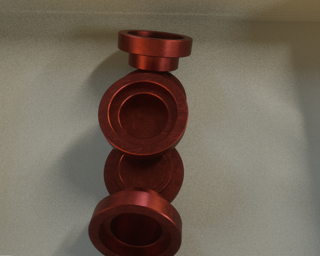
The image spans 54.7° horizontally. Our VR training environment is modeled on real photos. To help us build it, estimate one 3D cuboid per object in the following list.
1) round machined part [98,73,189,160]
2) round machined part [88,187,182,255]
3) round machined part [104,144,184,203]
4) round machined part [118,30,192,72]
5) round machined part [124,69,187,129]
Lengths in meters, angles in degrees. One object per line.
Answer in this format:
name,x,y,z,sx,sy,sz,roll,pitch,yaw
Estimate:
round machined part,-0.018,-0.011,0.357,0.099,0.042,0.098,0,70,-1
round machined part,-0.025,0.104,0.341,0.099,0.097,0.042,6,33,2
round machined part,-0.020,0.053,0.379,0.099,0.042,0.098,0,70,-1
round machined part,-0.008,-0.104,0.417,0.099,0.098,0.042,7,113,2
round machined part,-0.014,-0.039,0.413,0.099,0.042,0.098,0,70,-1
